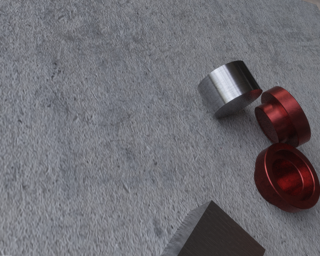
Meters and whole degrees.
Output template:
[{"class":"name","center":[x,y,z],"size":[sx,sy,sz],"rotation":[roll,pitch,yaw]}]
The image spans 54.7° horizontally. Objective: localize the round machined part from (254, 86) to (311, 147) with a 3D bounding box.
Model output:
[{"class":"round machined part","center":[0.183,-0.012,0.478],"size":[0.042,0.098,0.098],"rotation":[-28,74,1]}]

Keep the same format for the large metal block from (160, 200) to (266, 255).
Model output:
[{"class":"large metal block","center":[0.054,0.140,0.333],"size":[0.080,0.050,0.080],"rotation":[43,51,1]}]

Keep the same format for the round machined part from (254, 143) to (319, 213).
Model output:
[{"class":"round machined part","center":[0.176,0.074,0.445],"size":[0.099,0.042,0.098],"rotation":[14,56,-21]}]

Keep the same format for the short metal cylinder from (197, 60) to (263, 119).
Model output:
[{"class":"short metal cylinder","center":[0.103,-0.055,0.460],"size":[0.081,0.080,0.050],"rotation":[-14,70,-34]}]
